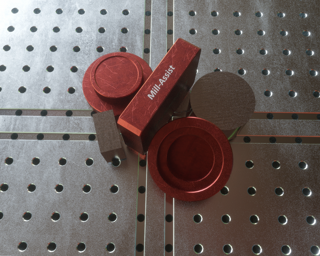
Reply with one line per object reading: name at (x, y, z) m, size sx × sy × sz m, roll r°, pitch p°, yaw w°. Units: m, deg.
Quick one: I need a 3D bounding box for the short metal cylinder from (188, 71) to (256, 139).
short metal cylinder at (0.077, -0.027, 0.404) m, size 0.081 × 0.050 × 0.080 m, roll 0°, pitch 70°, yaw 0°

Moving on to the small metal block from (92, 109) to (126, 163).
small metal block at (-0.063, 0.011, 0.389) m, size 0.025 × 0.050 × 0.050 m, roll -14°, pitch 71°, yaw -5°

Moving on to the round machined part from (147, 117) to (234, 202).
round machined part at (0.037, 0.035, 0.374) m, size 0.098 × 0.042 × 0.097 m, roll 0°, pitch 91°, yaw 10°

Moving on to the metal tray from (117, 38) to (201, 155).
metal tray at (0.001, -0.036, 0.386) m, size 0.030 × 0.090 × 0.130 m, roll 31°, pitch 73°, yaw 10°

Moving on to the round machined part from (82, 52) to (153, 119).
round machined part at (-0.056, -0.063, 0.420) m, size 0.099 × 0.042 × 0.098 m, roll 0°, pitch 70°, yaw 0°
